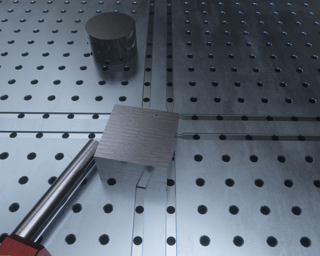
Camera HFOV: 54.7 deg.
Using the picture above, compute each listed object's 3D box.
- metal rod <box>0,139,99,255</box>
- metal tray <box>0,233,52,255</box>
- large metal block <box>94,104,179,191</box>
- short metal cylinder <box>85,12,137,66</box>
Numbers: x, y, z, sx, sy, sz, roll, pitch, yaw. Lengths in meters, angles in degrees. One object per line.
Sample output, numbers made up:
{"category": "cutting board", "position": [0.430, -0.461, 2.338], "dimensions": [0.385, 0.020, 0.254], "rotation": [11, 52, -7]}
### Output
{"category": "metal rod", "position": [-0.147, 0.125, 0.301], "dimensions": [0.025, 0.025, 0.301], "rotation": [22, 53, 17]}
{"category": "metal tray", "position": [-0.125, 0.158, 0.231], "dimensions": [0.030, 0.089, 0.130], "rotation": [16, 52, 13]}
{"category": "large metal block", "position": [-0.024, 0.022, 0.373], "dimensions": [0.080, 0.050, 0.080], "rotation": [9, 51, 7]}
{"category": "short metal cylinder", "position": [-0.080, -0.149, 0.516], "dimensions": [0.081, 0.050, 0.080], "rotation": [0, 50, 0]}
